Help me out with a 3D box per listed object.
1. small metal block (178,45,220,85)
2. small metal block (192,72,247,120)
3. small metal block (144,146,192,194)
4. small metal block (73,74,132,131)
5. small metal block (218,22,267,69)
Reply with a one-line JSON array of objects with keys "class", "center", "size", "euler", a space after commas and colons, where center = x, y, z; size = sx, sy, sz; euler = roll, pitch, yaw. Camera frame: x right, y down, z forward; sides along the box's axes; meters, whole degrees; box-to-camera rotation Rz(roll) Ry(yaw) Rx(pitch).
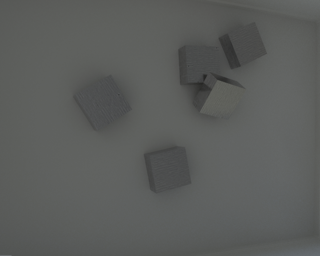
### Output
[{"class": "small metal block", "center": [0.055, -0.087, 0.430], "size": [0.050, 0.025, 0.050], "euler": [-4, 91, -20]}, {"class": "small metal block", "center": [0.081, -0.043, 0.424], "size": [0.050, 0.025, 0.050], "euler": [12, 118, -28]}, {"class": "small metal block", "center": [0.010, 0.055, 0.414], "size": [0.050, 0.025, 0.050], "euler": [-12, 94, -20]}, {"class": "small metal block", "center": [-0.071, -0.031, 0.384], "size": [0.050, 0.025, 0.050], "euler": [-34, 101, -17]}, {"class": "small metal block", "center": [0.122, -0.121, 0.455], "size": [0.050, 0.025, 0.050], "euler": [-27, 99, -18]}]
